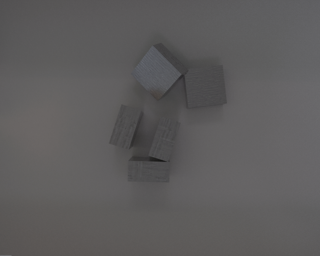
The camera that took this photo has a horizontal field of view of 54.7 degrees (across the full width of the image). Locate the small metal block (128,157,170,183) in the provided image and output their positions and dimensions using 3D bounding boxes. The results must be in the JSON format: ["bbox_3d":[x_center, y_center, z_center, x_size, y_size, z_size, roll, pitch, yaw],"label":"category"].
[{"bbox_3d":[-0.014,0.053,0.399,0.050,0.050,0.025,2,90,0],"label":"small metal block"}]

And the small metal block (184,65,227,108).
[{"bbox_3d":[0.059,-0.054,0.412,0.050,0.025,0.050,-6,90,0],"label":"small metal block"}]

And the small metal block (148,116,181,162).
[{"bbox_3d":[0.006,0.013,0.399,0.025,0.050,0.050,18,90,0],"label":"small metal block"}]

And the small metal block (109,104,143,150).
[{"bbox_3d":[-0.042,-0.001,0.398,0.025,0.050,0.050,18,90,0],"label":"small metal block"}]

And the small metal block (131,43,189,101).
[{"bbox_3d":[-0.001,-0.072,0.398,0.050,0.025,0.050,46,123,2],"label":"small metal block"}]
